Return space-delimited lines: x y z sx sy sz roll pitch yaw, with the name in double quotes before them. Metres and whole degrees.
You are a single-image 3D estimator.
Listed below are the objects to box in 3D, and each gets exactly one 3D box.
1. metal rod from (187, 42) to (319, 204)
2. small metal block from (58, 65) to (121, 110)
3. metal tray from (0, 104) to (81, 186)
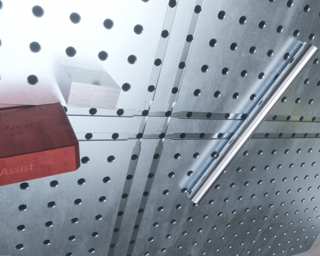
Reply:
"metal rod" 0.141 -0.001 0.489 0.025 0.025 0.299 27 103 -38
"small metal block" -0.076 -0.043 0.328 0.050 0.050 0.025 4 116 -31
"metal tray" -0.152 0.016 0.296 0.131 0.090 0.030 -10 123 -24
